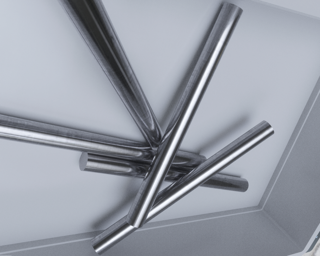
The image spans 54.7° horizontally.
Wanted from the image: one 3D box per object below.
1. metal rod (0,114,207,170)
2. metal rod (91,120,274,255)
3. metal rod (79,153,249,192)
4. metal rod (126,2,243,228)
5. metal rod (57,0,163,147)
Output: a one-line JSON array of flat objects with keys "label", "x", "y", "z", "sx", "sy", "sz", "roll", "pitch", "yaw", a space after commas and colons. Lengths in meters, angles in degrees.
[{"label": "metal rod", "x": -0.058, "y": 0.025, "z": 0.392, "sx": 0.302, "sy": 0.025, "sz": 0.025, "roll": 14, "pitch": 111, "yaw": -34}, {"label": "metal rod", "x": 0.036, "y": 0.082, "z": 0.444, "sx": 0.301, "sy": 0.025, "sz": 0.025, "roll": -34, "pitch": 129, "yaw": -5}, {"label": "metal rod", "x": 0.027, "y": 0.071, "z": 0.466, "sx": 0.302, "sy": 0.025, "sz": 0.025, "roll": 14, "pitch": 111, "yaw": -34}, {"label": "metal rod", "x": 0.027, "y": -0.009, "z": 0.390, "sx": 0.025, "sy": 0.025, "sz": 0.298, "roll": 18, "pitch": 101, "yaw": -35}, {"label": "metal rod", "x": -0.034, "y": -0.044, "z": 0.282, "sx": 0.025, "sy": 0.025, "sz": 0.300, "roll": -35, "pitch": 155, "yaw": -5}]
